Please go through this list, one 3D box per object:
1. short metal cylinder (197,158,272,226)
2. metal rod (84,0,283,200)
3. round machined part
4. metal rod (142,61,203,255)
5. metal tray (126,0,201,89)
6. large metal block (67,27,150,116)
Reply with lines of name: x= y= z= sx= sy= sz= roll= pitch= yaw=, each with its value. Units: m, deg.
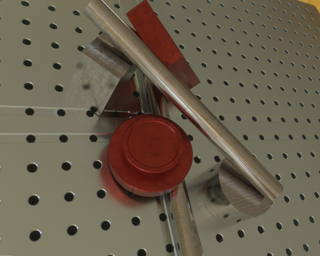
short metal cylinder: x=0.096 y=0.079 z=0.398 sx=0.081 sy=0.050 sz=0.080 roll=14 pitch=56 yaw=-21
metal rod: x=0.032 y=-0.027 z=0.353 sx=0.300 sy=0.025 sz=0.025 roll=45 pitch=50 yaw=-8
round machined part: x=-0.010 y=0.026 z=0.357 sx=0.099 sy=0.042 sz=0.098 roll=4 pitch=62 yaw=-7
metal rod: x=0.006 y=0.012 z=0.406 sx=0.025 sy=0.025 sz=0.299 roll=2 pitch=61 yaw=-28
metal tray: x=0.010 y=-0.105 z=0.426 sx=0.090 sy=0.030 sz=0.130 roll=60 pitch=11 yaw=15
large metal block: x=-0.064 y=-0.075 z=0.386 sx=0.050 sy=0.080 sz=0.080 roll=36 pitch=51 yaw=-5
